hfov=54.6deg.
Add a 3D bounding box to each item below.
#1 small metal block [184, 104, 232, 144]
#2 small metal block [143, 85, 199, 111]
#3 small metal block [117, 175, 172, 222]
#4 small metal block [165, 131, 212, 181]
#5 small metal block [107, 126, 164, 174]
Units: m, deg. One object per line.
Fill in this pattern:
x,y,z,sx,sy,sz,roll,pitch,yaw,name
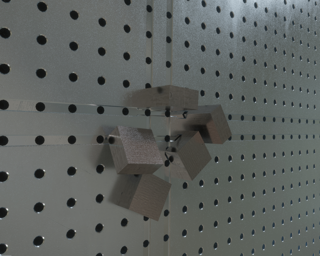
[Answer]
0.070,-0.005,0.450,0.025,0.050,0.050,-38,114,-33,small metal block
0.014,-0.038,0.404,0.050,0.050,0.025,5,87,-40,small metal block
-0.019,0.084,0.393,0.050,0.025,0.050,34,69,-35,small metal block
0.041,0.039,0.443,0.050,0.025,0.050,-42,115,-32,small metal block
-0.029,0.027,0.368,0.050,0.025,0.050,7,51,-40,small metal block
